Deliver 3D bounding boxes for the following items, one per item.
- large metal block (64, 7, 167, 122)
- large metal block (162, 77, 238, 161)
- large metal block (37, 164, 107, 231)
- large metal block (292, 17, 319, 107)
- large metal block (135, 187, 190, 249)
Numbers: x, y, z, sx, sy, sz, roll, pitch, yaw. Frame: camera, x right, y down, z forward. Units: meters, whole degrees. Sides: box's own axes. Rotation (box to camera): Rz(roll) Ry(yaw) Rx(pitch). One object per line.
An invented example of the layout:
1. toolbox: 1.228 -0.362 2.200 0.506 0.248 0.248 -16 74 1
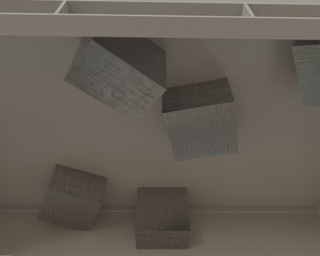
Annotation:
1. large metal block: -0.041 -0.065 0.317 0.080 0.080 0.050 31 123 -24
2. large metal block: 0.050 -0.009 0.385 0.080 0.050 0.080 -9 130 7
3. large metal block: -0.137 0.110 0.485 0.080 0.050 0.079 19 128 -16
4. large metal block: 0.189 -0.067 0.314 0.080 0.050 0.080 7 141 40
5. large metal block: 0.004 0.142 0.494 0.081 0.080 0.050 0 130 0
